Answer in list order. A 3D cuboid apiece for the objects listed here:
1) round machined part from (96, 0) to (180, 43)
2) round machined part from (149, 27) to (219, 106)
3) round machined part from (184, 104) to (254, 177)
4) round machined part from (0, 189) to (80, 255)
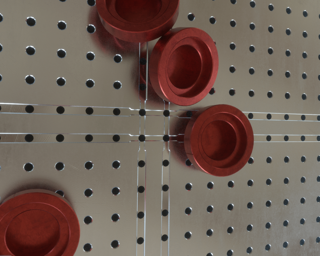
[{"bbox_3d":[-0.026,-0.146,0.381,0.099,0.042,0.098,0,72,1],"label":"round machined part"},{"bbox_3d":[0.026,-0.080,0.403,0.099,0.042,0.097,-13,113,-33],"label":"round machined part"},{"bbox_3d":[0.078,0.017,0.434,0.099,0.042,0.097,0,90,-21],"label":"round machined part"},{"bbox_3d":[-0.143,0.117,0.351,0.099,0.042,0.097,0,90,-21],"label":"round machined part"}]
